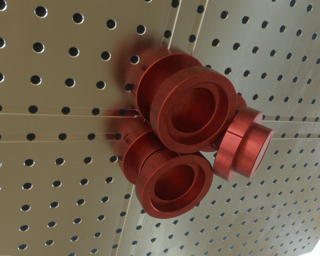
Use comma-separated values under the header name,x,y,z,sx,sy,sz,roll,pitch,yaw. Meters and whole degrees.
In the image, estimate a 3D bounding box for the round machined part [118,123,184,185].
name,x,y,z,sx,sy,sz,roll,pitch,yaw
round machined part,-0.004,0.043,0.424,0.099,0.042,0.097,-14,124,-21

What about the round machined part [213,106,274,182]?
name,x,y,z,sx,sy,sz,roll,pitch,yaw
round machined part,0.109,0.025,0.392,0.098,0.042,0.097,-45,150,-36

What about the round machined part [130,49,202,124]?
name,x,y,z,sx,sy,sz,roll,pitch,yaw
round machined part,0.017,-0.044,0.383,0.099,0.042,0.097,-14,124,-21

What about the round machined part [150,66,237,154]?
name,x,y,z,sx,sy,sz,roll,pitch,yaw
round machined part,0.033,-0.023,0.348,0.099,0.042,0.097,-14,124,-21

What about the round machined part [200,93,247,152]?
name,x,y,z,sx,sy,sz,roll,pitch,yaw
round machined part,0.086,-0.006,0.443,0.099,0.042,0.097,-14,124,-21

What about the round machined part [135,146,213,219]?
name,x,y,z,sx,sy,sz,roll,pitch,yaw
round machined part,0.014,0.063,0.391,0.099,0.042,0.097,-14,124,-21
